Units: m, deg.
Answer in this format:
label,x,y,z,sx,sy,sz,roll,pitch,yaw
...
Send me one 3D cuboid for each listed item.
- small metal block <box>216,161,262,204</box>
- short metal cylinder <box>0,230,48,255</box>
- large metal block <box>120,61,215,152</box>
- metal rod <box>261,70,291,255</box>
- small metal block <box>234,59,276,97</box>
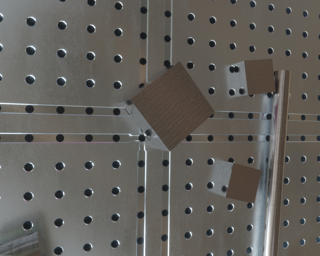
label,x,y,z,sx,sy,sz,roll,pitch,yaw
small metal block,0.117,0.080,0.458,0.050,0.025,0.050,16,85,-20
short metal cylinder,-0.145,0.158,0.330,0.050,0.080,0.080,-16,96,-20
large metal block,0.010,-0.027,0.404,0.080,0.050,0.080,-40,103,-16
metal rod,0.180,0.061,0.481,0.025,0.025,0.298,5,88,-20
small metal block,0.143,-0.076,0.467,0.050,0.025,0.050,-8,93,-20
